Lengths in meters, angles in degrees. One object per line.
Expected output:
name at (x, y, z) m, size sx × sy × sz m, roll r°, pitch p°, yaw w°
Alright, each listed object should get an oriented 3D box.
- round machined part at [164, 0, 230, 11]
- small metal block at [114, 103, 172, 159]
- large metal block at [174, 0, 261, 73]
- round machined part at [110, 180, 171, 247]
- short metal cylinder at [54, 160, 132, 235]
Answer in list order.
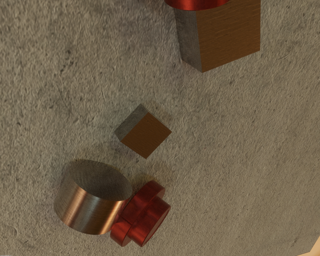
round machined part at (0.035, -0.145, 0.292) m, size 0.099 × 0.098 × 0.042 m, roll -23°, pitch 137°, yaw -15°
small metal block at (-0.021, 0.005, 0.400) m, size 0.050 × 0.025 × 0.050 m, roll -47°, pitch 130°, yaw 4°
large metal block at (0.066, -0.120, 0.354) m, size 0.081 × 0.050 × 0.080 m, roll -23°, pitch 127°, yaw -15°
round machined part at (-0.021, 0.125, 0.431) m, size 0.098 × 0.042 × 0.098 m, roll -50°, pitch 164°, yaw -20°
short metal cylinder at (-0.081, 0.083, 0.379) m, size 0.081 × 0.080 × 0.050 m, roll 17°, pitch 110°, yaw -35°
